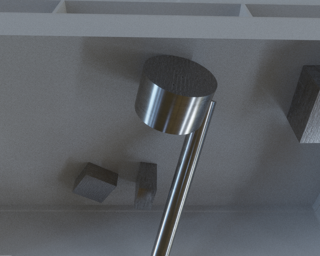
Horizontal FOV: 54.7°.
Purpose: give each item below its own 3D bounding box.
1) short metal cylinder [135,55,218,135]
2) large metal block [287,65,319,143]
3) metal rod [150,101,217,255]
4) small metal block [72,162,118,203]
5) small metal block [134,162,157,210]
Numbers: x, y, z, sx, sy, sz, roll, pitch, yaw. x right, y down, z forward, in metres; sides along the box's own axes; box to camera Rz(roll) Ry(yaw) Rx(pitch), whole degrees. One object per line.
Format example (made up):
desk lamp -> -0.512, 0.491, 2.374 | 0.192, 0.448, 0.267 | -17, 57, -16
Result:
short metal cylinder -> 0.016, -0.038, 0.341 | 0.081, 0.080, 0.050 | 10, 129, -9
large metal block -> 0.210, -0.028, 0.372 | 0.081, 0.050, 0.079 | -1, 130, 0
metal rod -> 0.020, 0.105, 0.414 | 0.025, 0.025, 0.298 | 13, 102, -11
small metal block -> -0.100, 0.086, 0.481 | 0.050, 0.025, 0.050 | 27, 125, -22
small metal block -> -0.022, 0.088, 0.467 | 0.025, 0.050, 0.050 | 9, 130, -8
